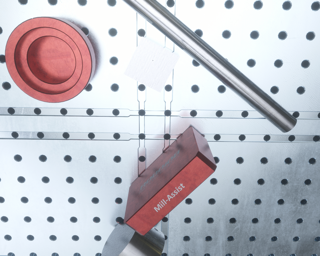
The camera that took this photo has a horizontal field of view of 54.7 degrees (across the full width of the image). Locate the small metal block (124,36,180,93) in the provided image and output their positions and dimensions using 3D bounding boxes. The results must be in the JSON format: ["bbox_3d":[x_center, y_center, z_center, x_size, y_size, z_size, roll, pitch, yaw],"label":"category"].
[{"bbox_3d":[-0.010,-0.080,0.384,0.050,0.025,0.050,26,108,-10],"label":"small metal block"}]

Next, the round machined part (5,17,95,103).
[{"bbox_3d":[-0.127,-0.083,0.372,0.099,0.042,0.097,0,110,-1],"label":"round machined part"}]

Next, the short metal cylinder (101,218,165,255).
[{"bbox_3d":[-0.039,0.171,0.447,0.050,0.080,0.080,42,105,-14],"label":"short metal cylinder"}]

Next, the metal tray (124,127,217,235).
[{"bbox_3d":[0.010,0.066,0.403,0.030,0.090,0.130,41,105,-14],"label":"metal tray"}]

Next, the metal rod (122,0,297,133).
[{"bbox_3d":[0.054,-0.090,0.380,0.301,0.025,0.025,36,106,-13],"label":"metal rod"}]
